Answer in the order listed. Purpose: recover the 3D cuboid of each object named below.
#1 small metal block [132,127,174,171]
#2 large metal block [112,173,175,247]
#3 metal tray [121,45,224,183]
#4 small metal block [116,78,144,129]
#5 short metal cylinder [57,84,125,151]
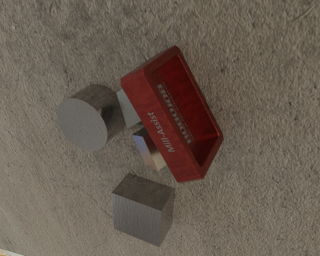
[{"bbox_3d":[-0.001,0.019,0.399,0.025,0.050,0.050,7,125,54],"label":"small metal block"},{"bbox_3d":[-0.025,0.127,0.482,0.080,0.050,0.079,15,125,19],"label":"large metal block"},{"bbox_3d":[0.020,-0.017,0.343,0.030,0.090,0.130,-18,109,35],"label":"metal tray"},{"bbox_3d":[-0.023,-0.032,0.386,0.050,0.025,0.050,-28,74,37],"label":"small metal block"},{"bbox_3d":[-0.094,-0.015,0.431,0.080,0.050,0.079,13,124,21],"label":"short metal cylinder"}]
